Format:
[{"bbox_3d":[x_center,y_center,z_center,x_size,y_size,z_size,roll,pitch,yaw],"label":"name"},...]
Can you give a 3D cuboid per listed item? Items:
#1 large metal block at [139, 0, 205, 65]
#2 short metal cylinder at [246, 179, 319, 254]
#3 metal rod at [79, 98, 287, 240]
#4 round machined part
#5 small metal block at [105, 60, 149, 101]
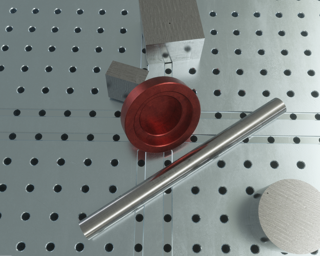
[{"bbox_3d":[0.015,-0.144,0.451,0.081,0.050,0.080,-8,70,-3],"label":"large metal block"},{"bbox_3d":[0.148,0.104,0.362,0.081,0.050,0.080,0,70,0],"label":"short metal cylinder"},{"bbox_3d":[0.037,0.045,0.395,0.301,0.025,0.025,-31,73,-11],"label":"metal rod"},{"bbox_3d":[-0.002,-0.020,0.391,0.099,0.098,0.042,-24,37,-9],"label":"round machined part"},{"bbox_3d":[-0.043,-0.059,0.417,0.050,0.050,0.025,17,61,6],"label":"small metal block"}]
